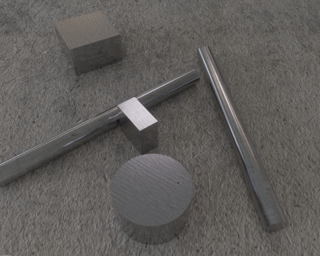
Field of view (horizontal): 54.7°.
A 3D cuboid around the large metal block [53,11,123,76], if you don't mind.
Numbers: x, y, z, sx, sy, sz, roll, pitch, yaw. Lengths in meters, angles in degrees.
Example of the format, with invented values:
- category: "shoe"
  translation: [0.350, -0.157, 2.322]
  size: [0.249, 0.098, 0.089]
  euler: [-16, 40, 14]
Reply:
- category: "large metal block"
  translation: [-0.115, -0.140, 0.504]
  size: [0.081, 0.050, 0.080]
  euler: [-23, 54, -19]

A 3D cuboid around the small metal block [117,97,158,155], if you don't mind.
- category: "small metal block"
  translation: [-0.027, -0.002, 0.389]
  size: [0.025, 0.050, 0.050]
  euler: [-29, 56, -22]

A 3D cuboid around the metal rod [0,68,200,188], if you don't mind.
- category: "metal rod"
  translation: [-0.069, -0.011, 0.411]
  size: [0.302, 0.025, 0.025]
  euler: [-30, 56, -23]

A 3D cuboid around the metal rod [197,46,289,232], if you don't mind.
- category: "metal rod"
  translation: [0.096, -0.011, 0.413]
  size: [0.025, 0.025, 0.300]
  euler: [-7, 50, -6]

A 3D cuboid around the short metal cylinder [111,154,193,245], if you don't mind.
- category: "short metal cylinder"
  translation: [-0.008, 0.074, 0.325]
  size: [0.081, 0.050, 0.080]
  euler: [0, 50, 0]
